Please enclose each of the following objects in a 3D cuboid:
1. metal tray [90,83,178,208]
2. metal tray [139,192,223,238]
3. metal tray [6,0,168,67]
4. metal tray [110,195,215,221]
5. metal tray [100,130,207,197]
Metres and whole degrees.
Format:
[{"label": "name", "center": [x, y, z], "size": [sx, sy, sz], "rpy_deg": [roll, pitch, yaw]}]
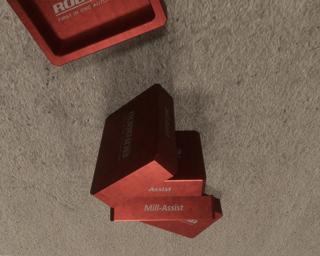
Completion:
[{"label": "metal tray", "center": [-0.027, 0.015, 0.350], "size": [0.090, 0.130, 0.030], "rpy_deg": [-32, 123, 23]}, {"label": "metal tray", "center": [0.027, 0.136, 0.520], "size": [0.131, 0.030, 0.090], "rpy_deg": [25, 126, -21]}, {"label": "metal tray", "center": [-0.068, -0.123, 0.298], "size": [0.130, 0.030, 0.090], "rpy_deg": [-17, 128, 13]}, {"label": "metal tray", "center": [0.001, 0.110, 0.425], "size": [0.131, 0.030, 0.090], "rpy_deg": [1, 165, -6]}, {"label": "metal tray", "center": [-0.011, 0.044, 0.401], "size": [0.131, 0.090, 0.030], "rpy_deg": [-1, 130, 0]}]
